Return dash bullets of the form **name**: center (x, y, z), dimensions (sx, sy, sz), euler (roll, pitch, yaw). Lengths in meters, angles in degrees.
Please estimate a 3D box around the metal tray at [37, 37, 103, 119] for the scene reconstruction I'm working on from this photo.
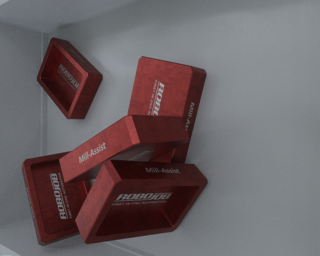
- **metal tray**: center (-0.160, -0.086, 0.535), dimensions (0.130, 0.030, 0.089), euler (44, 116, 31)

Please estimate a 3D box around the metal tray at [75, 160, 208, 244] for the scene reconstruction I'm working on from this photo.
- **metal tray**: center (-0.017, 0.082, 0.350), dimensions (0.030, 0.131, 0.089), euler (50, 120, 41)

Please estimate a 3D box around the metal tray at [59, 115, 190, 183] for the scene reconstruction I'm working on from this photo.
- **metal tray**: center (-0.043, 0.026, 0.359), dimensions (0.130, 0.091, 0.030), euler (-29, 72, 36)

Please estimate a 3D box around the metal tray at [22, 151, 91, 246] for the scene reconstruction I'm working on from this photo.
- **metal tray**: center (-0.156, 0.105, 0.487), dimensions (0.030, 0.091, 0.130), euler (-49, 57, 51)

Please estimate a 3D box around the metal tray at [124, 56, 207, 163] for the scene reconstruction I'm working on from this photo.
- **metal tray**: center (0.001, -0.021, 0.403), dimensions (0.090, 0.030, 0.129), euler (21, 103, 38)
